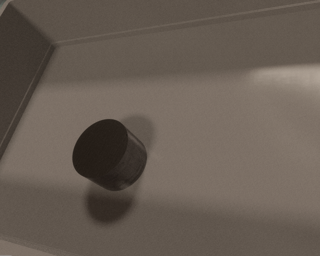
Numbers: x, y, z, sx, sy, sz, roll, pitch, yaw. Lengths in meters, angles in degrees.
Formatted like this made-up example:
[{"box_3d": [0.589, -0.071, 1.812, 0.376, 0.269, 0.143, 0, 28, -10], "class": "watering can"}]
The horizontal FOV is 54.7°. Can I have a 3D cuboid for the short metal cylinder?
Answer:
[{"box_3d": [-0.064, 0.035, 0.400, 0.080, 0.050, 0.080, -13, 56, 20], "class": "short metal cylinder"}]
